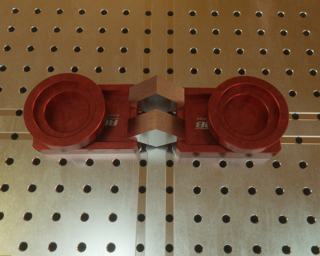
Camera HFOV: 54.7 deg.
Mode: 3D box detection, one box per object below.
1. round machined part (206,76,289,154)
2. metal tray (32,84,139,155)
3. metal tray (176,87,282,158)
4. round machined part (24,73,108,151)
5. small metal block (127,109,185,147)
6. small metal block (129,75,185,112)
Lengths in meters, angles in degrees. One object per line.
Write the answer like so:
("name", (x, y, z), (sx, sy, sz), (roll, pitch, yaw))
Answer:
("round machined part", (0.108, -0.014, 0.395), (0.099, 0.042, 0.098), (0, 70, 0))
("metal tray", (-0.095, -0.012, 0.414), (0.131, 0.030, 0.090), (-1, 72, -1))
("metal tray", (0.087, -0.007, 0.412), (0.131, 0.030, 0.090), (1, 70, 0))
("round machined part", (-0.116, -0.017, 0.395), (0.099, 0.042, 0.098), (0, 70, 0))
("small metal block", (-0.005, 0.001, 0.382), (0.050, 0.050, 0.025), (-18, 63, 41))
("small metal block", (-0.004, -0.040, 0.398), (0.050, 0.050, 0.025), (-18, 63, 41))
